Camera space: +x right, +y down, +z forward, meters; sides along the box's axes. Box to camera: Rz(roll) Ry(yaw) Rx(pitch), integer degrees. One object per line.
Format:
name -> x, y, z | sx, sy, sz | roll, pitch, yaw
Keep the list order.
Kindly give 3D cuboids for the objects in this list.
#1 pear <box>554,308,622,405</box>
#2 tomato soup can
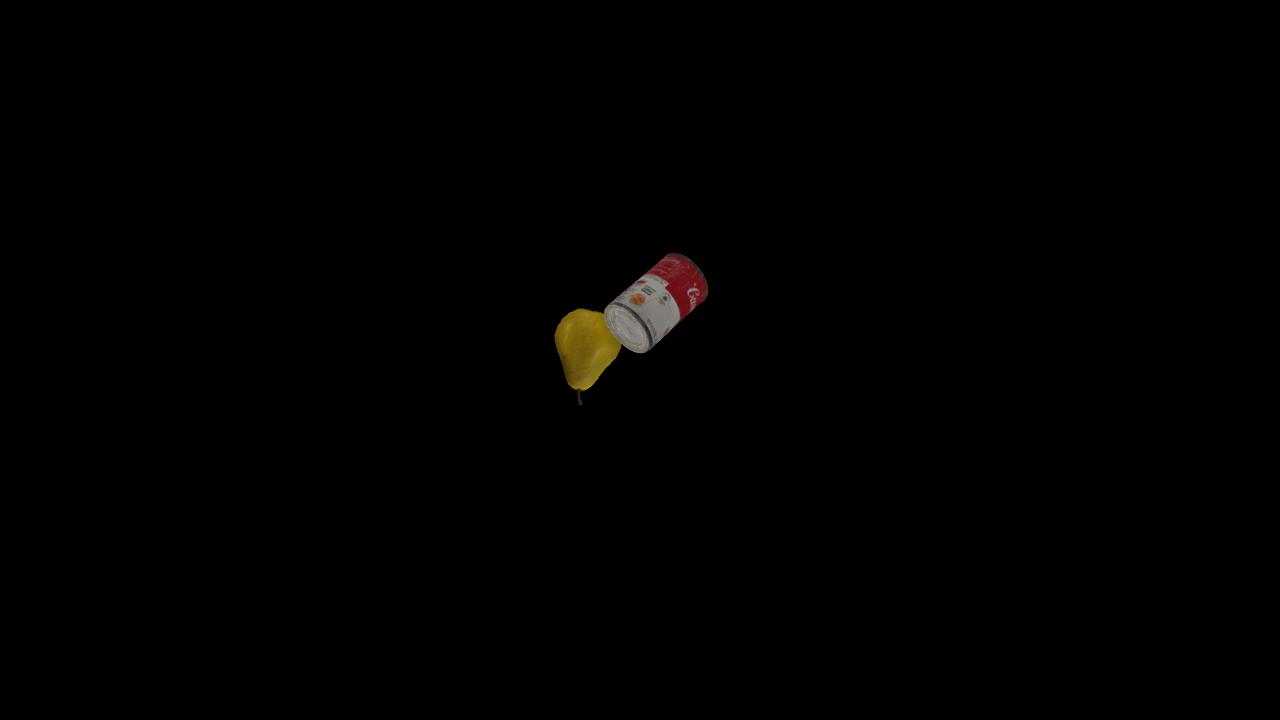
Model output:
pear -> -0.068, -0.002, 0.724 | 0.080, 0.111, 0.080 | 17, -13, 4
tomato soup can -> 0.018, -0.062, 0.673 | 0.101, 0.068, 0.068 | -42, 22, -27
